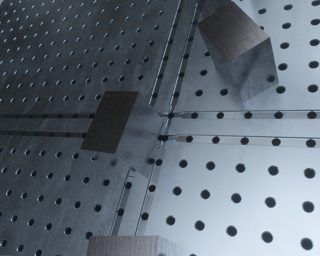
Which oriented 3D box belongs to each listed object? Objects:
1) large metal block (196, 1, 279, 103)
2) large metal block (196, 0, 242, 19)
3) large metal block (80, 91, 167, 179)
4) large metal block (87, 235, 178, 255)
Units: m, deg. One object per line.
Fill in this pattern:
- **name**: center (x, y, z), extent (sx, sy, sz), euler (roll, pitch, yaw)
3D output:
- **large metal block**: center (0.095, -0.091, 0.378), extent (0.050, 0.080, 0.080), euler (-31, 52, 8)
- **large metal block**: center (0.088, -0.218, 0.460), extent (0.050, 0.080, 0.080), euler (3, 63, 29)
- **large metal block**: center (-0.041, 0.009, 0.387), extent (0.050, 0.080, 0.080), euler (5, 64, 30)
- **large metal block**: center (-0.030, 0.155, 0.312), extent (0.080, 0.050, 0.080), euler (-9, 58, 23)
